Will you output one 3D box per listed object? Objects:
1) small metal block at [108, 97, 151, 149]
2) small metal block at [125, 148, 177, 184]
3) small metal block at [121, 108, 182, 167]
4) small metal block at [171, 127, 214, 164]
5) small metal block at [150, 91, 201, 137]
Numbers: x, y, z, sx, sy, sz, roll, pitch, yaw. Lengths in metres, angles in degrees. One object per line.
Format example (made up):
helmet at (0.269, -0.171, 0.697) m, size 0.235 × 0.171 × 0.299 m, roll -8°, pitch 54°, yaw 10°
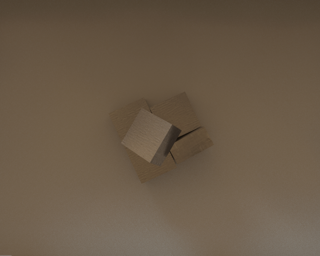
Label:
small metal block at (-0.033, -0.007, 0.409) m, size 0.050 × 0.025 × 0.050 m, roll -25°, pitch 90°, yaw -1°
small metal block at (-0.011, 0.039, 0.410) m, size 0.050 × 0.025 × 0.050 m, roll -25°, pitch 90°, yaw -1°
small metal block at (-0.011, 0.011, 0.372) m, size 0.050 × 0.025 × 0.050 m, roll 30°, pitch 90°, yaw 34°
small metal block at (0.037, 0.021, 0.398) m, size 0.050 × 0.050 × 0.025 m, roll -28°, pitch 90°, yaw -1°
small metal block at (0.020, -0.014, 0.410) m, size 0.050 × 0.025 × 0.050 m, roll -25°, pitch 90°, yaw -1°
